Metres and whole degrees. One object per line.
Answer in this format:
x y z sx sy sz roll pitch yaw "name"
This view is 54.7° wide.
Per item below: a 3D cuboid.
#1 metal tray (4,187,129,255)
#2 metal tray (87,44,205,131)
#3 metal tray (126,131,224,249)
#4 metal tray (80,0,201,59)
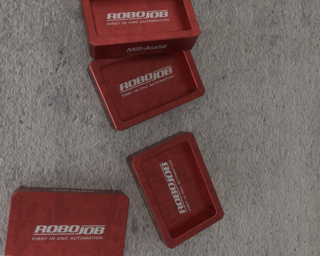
-0.107 0.119 0.367 0.131 0.030 0.089 7 88 -20 "metal tray"
-0.016 -0.061 0.400 0.131 0.030 0.090 -24 98 -19 "metal tray"
0.022 0.080 0.414 0.091 0.030 0.129 -25 98 -18 "metal tray"
-0.026 -0.135 0.374 0.131 0.030 0.090 -10 73 -15 "metal tray"
